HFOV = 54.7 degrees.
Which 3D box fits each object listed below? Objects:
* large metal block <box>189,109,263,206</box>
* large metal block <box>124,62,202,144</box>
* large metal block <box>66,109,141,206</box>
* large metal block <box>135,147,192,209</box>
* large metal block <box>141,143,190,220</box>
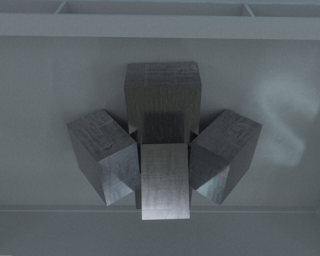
[{"bbox_3d":[0.081,0.036,0.393,0.050,0.080,0.079,28,137,28],"label":"large metal block"},{"bbox_3d":[0.004,-0.028,0.363,0.080,0.050,0.079,-1,130,1],"label":"large metal block"},{"bbox_3d":[-0.070,0.036,0.391,0.050,0.080,0.079,-27,137,-26],"label":"large metal block"},{"bbox_3d":[0.005,0.075,0.455,0.081,0.050,0.079,0,130,-1],"label":"large metal block"},{"bbox_3d":[0.005,0.059,0.369,0.050,0.080,0.080,-1,86,-1],"label":"large metal block"}]
